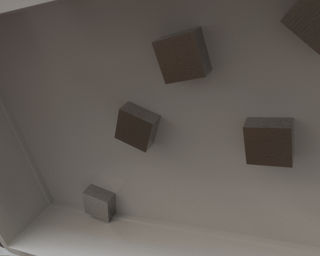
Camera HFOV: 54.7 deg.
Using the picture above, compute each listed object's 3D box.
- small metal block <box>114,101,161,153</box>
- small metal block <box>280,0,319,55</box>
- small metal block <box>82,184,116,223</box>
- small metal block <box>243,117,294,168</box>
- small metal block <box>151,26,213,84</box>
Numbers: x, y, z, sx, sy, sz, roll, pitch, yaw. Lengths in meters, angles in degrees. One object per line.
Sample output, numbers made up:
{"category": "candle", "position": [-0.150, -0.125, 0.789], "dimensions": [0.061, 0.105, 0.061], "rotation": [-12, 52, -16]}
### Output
{"category": "small metal block", "position": [-0.031, -0.002, 0.424], "dimensions": [0.050, 0.025, 0.050], "rotation": [25, 127, 13]}
{"category": "small metal block", "position": [0.144, -0.100, 0.271], "dimensions": [0.050, 0.025, 0.050], "rotation": [41, 129, 0]}
{"category": "small metal block", "position": [-0.106, 0.133, 0.547], "dimensions": [0.050, 0.025, 0.050], "rotation": [16, 125, 19]}
{"category": "small metal block", "position": [0.124, 0.016, 0.353], "dimensions": [0.050, 0.025, 0.050], "rotation": [1, 119, 27]}
{"category": "small metal block", "position": [0.025, -0.080, 0.346], "dimensions": [0.050, 0.025, 0.050], "rotation": [-6, 116, 31]}
